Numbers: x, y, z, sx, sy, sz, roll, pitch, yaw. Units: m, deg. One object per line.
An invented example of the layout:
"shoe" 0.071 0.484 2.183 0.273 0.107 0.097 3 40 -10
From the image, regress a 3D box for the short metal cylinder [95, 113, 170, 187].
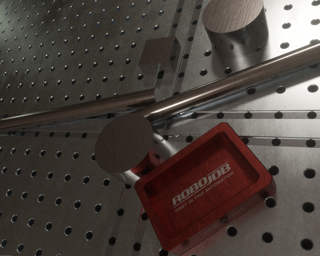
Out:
"short metal cylinder" -0.034 0.029 0.391 0.080 0.050 0.080 -13 56 20

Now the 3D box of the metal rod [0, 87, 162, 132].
"metal rod" -0.140 -0.025 0.494 0.301 0.025 0.025 -8 58 23

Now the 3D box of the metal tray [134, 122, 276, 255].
"metal tray" 0.045 0.064 0.340 0.130 0.030 0.090 -35 51 4

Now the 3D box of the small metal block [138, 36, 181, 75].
"small metal block" 0.000 -0.111 0.475 0.050 0.025 0.050 0 62 28

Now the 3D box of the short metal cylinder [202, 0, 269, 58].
"short metal cylinder" 0.104 -0.144 0.425 0.080 0.050 0.080 -13 56 20

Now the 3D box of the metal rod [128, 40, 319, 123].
"metal rod" 0.083 -0.053 0.396 0.301 0.025 0.025 -20 54 16
